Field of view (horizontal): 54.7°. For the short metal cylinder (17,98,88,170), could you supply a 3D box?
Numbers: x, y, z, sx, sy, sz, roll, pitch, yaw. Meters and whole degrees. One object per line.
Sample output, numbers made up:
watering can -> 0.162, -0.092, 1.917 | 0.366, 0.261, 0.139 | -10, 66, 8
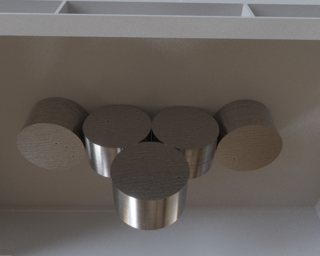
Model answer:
short metal cylinder -> -0.132, 0.009, 0.396 | 0.081, 0.050, 0.079 | 0, 130, 0

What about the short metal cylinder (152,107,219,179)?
short metal cylinder -> 0.030, 0.017, 0.385 | 0.081, 0.080, 0.050 | 1, 130, -1

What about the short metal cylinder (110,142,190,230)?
short metal cylinder -> -0.011, 0.060, 0.331 | 0.081, 0.080, 0.050 | 1, 130, -1

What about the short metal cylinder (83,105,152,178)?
short metal cylinder -> -0.051, 0.015, 0.383 | 0.081, 0.080, 0.050 | 1, 130, -1

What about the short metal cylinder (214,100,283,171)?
short metal cylinder -> 0.110, 0.011, 0.401 | 0.081, 0.050, 0.079 | 0, 130, 0
